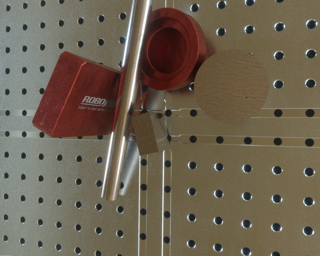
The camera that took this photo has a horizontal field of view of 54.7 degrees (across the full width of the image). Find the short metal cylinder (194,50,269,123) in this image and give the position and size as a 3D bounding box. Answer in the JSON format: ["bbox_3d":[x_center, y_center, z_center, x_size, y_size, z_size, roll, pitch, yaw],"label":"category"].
[{"bbox_3d":[0.081,-0.047,0.363,0.080,0.050,0.079,1,95,9],"label":"short metal cylinder"}]

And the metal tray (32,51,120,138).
[{"bbox_3d":[-0.087,-0.036,0.386,0.030,0.130,0.090,29,100,17],"label":"metal tray"}]

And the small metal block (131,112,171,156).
[{"bbox_3d":[-0.010,0.007,0.402,0.025,0.050,0.050,-14,85,19],"label":"small metal block"}]

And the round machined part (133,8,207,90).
[{"bbox_3d":[0.014,-0.096,0.390,0.098,0.042,0.097,4,98,32],"label":"round machined part"}]

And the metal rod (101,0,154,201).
[{"bbox_3d":[-0.042,-0.043,0.393,0.025,0.025,0.298,18,108,19],"label":"metal rod"}]
